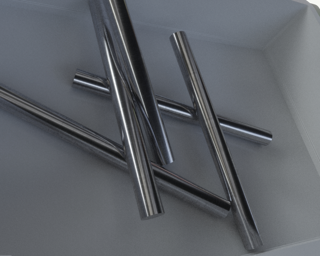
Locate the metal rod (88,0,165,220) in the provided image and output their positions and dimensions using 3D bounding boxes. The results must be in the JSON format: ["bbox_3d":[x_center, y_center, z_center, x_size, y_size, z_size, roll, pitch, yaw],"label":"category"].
[{"bbox_3d":[-0.047,-0.042,0.372,0.025,0.025,0.299,-3,63,-30],"label":"metal rod"}]

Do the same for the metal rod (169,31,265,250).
[{"bbox_3d":[0.071,0.007,0.412,0.025,0.025,0.299,-10,75,-32],"label":"metal rod"}]

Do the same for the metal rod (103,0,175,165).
[{"bbox_3d":[-0.037,-0.098,0.366,0.025,0.025,0.298,-23,100,-36],"label":"metal rod"}]

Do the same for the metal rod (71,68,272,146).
[{"bbox_3d":[0.030,-0.024,0.435,0.302,0.025,0.025,16,55,-19],"label":"metal rod"}]

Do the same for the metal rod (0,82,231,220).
[{"bbox_3d":[-0.050,0.031,0.359,0.301,0.025,0.025,29,52,-10],"label":"metal rod"}]
